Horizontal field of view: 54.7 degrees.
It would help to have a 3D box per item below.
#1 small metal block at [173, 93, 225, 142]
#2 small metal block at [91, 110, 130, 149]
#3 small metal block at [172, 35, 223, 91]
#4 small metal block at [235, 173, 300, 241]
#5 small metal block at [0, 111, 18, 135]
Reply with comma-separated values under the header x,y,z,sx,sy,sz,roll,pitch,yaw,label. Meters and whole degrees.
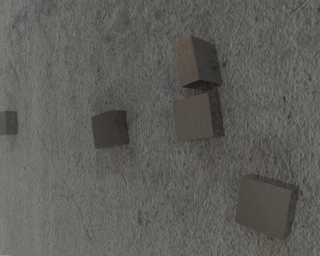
x,y,z,sx,sy,sz,roll,pitch,yaw,label
0.045,-0.011,0.368,0.050,0.025,0.050,-10,83,39,small metal block
-0.075,0.003,0.467,0.050,0.025,0.050,-13,82,39,small metal block
0.044,-0.072,0.353,0.025,0.050,0.050,-17,80,39,small metal block
0.108,0.078,0.316,0.050,0.025,0.050,12,98,39,small metal block
-0.340,-0.010,0.686,0.050,0.025,0.050,-6,86,40,small metal block
